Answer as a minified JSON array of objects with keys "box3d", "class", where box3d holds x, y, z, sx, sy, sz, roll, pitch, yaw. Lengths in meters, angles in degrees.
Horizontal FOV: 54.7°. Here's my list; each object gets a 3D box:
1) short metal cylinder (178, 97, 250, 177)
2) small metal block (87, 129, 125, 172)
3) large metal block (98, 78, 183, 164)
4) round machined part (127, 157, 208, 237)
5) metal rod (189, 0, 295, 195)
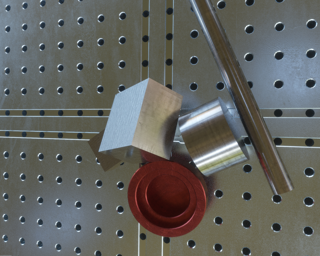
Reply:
[{"box3d":[0.063,0.010,0.361,0.050,0.080,0.080,-26,82,18],"class":"short metal cylinder"},{"box3d":[-0.065,0.026,0.434,0.050,0.025,0.050,-35,79,16],"class":"small metal block"},{"box3d":[-0.024,-0.004,0.374,0.080,0.050,0.080,-15,57,53],"class":"large metal block"},{"box3d":[0.012,0.083,0.394,0.098,0.042,0.097,2,98,15],"class":"round machined part"},{"box3d":[0.090,-0.064,0.380,0.025,0.025,0.299,-24,82,18],"class":"metal rod"}]
